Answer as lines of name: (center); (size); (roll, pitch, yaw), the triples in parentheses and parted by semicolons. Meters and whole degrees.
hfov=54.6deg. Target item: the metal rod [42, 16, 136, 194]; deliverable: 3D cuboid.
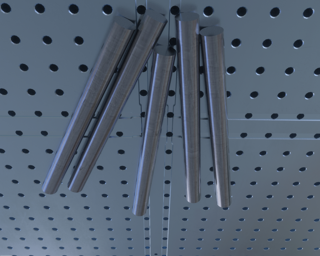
metal rod: (-0.105, -0.007, 0.404); (0.025, 0.025, 0.298); (22, 127, -17)

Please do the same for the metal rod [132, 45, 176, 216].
metal rod: (-0.015, 0.028, 0.435); (0.025, 0.025, 0.298); (6, 130, -5)

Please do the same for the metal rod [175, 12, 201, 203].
metal rod: (0.041, 0.000, 0.412); (0.025, 0.025, 0.298); (-4, 130, 3)

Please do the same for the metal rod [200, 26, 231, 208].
metal rod: (0.080, 0.010, 0.420); (0.025, 0.025, 0.299); (-8, 130, 6)

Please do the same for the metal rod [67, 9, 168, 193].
metal rod: (-0.068, -0.011, 0.402); (0.025, 0.025, 0.298); (20, 127, -16)
